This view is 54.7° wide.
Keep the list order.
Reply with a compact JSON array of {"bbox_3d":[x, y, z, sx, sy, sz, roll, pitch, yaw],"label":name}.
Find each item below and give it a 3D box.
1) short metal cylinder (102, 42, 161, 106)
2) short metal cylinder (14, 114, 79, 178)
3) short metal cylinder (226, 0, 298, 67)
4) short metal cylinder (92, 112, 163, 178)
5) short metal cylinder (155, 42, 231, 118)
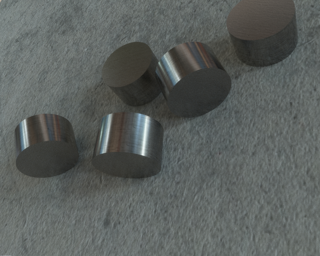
[{"bbox_3d":[-0.037,-0.079,0.454,0.080,0.050,0.080,-13,56,20],"label":"short metal cylinder"},{"bbox_3d":[-0.159,0.026,0.434,0.080,0.080,0.050,-31,52,8],"label":"short metal cylinder"},{"bbox_3d":[0.131,-0.126,0.396,0.080,0.050,0.080,-13,56,20],"label":"short metal cylinder"},{"bbox_3d":[-0.037,0.023,0.373,0.080,0.080,0.050,-9,58,23],"label":"short metal cylinder"},{"bbox_3d":[0.040,-0.058,0.382,0.080,0.080,0.050,-29,52,10],"label":"short metal cylinder"}]
